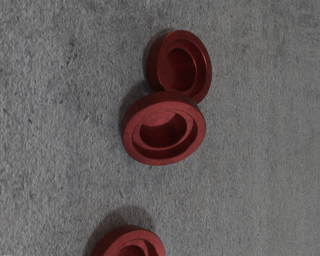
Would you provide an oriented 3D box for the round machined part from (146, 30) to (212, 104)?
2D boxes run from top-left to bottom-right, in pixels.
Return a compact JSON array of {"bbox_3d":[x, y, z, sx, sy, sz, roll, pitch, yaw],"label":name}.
[{"bbox_3d":[0.021,-0.076,0.411,0.099,0.042,0.097,0,90,-40],"label":"round machined part"}]

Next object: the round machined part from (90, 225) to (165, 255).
[{"bbox_3d":[-0.044,0.161,0.357,0.099,0.042,0.097,0,90,-40],"label":"round machined part"}]

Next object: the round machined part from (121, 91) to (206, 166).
[{"bbox_3d":[0.002,-0.004,0.373,0.099,0.042,0.097,-7,129,-9],"label":"round machined part"}]
